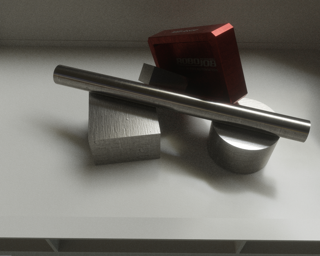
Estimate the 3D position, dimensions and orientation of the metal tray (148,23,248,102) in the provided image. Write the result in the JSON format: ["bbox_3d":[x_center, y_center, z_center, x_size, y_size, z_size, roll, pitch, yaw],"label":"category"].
[{"bbox_3d":[0.044,-0.081,0.397,0.030,0.090,0.130,-33,28,-26],"label":"metal tray"}]

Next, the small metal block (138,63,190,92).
[{"bbox_3d":[0.004,-0.065,0.414,0.050,0.025,0.050,15,10,-22],"label":"small metal block"}]

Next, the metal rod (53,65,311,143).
[{"bbox_3d":[0.015,-0.032,0.364,0.301,0.025,0.025,14,51,11],"label":"metal rod"}]

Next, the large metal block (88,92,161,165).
[{"bbox_3d":[-0.045,-0.004,0.390,0.081,0.050,0.080,-6,50,-6],"label":"large metal block"}]

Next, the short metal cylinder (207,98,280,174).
[{"bbox_3d":[0.101,0.009,0.381,0.081,0.050,0.080,0,50,0],"label":"short metal cylinder"}]
